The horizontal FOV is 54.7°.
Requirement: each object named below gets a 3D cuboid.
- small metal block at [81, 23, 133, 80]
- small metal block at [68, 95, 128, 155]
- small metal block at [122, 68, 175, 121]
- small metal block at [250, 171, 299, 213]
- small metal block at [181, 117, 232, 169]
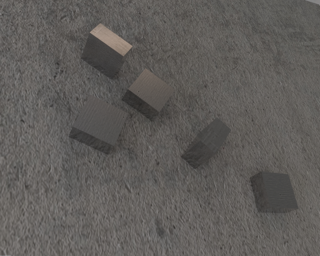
[{"bbox_3d":[-0.071,-0.100,0.410,0.050,0.050,0.025,35,51,-6],"label":"small metal block"},{"bbox_3d":[-0.072,-0.004,0.367,0.050,0.025,0.050,27,52,-12],"label":"small metal block"},{"bbox_3d":[-0.015,-0.046,0.423,0.050,0.025,0.050,36,51,-4],"label":"small metal block"},{"bbox_3d":[0.159,0.091,0.434,0.050,0.025,0.050,9,58,-24],"label":"small metal block"},{"bbox_3d":[0.060,0.020,0.408,0.025,0.050,0.050,42,51,0],"label":"small metal block"}]
